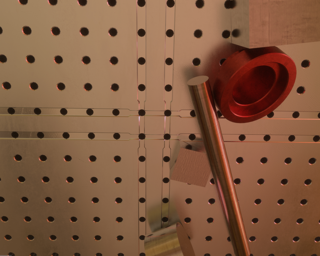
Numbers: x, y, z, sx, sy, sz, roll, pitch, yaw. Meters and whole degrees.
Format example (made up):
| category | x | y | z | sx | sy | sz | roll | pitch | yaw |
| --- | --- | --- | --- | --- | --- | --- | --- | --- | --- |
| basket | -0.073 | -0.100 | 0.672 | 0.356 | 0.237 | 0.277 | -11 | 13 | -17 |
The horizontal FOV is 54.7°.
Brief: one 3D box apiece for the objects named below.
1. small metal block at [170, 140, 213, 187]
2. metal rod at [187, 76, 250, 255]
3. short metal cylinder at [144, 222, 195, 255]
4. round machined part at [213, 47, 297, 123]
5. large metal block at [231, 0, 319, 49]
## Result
| category | x | y | z | sx | sy | sz | roll | pitch | yaw |
| --- | --- | --- | --- | --- | --- | --- | --- | --- | --- |
| small metal block | 0.045 | 0.050 | 0.433 | 0.050 | 0.025 | 0.050 | 14 | 109 | -6 |
| metal rod | 0.086 | 0.071 | 0.419 | 0.025 | 0.025 | 0.298 | -16 | 118 | 5 |
| short metal cylinder | 0.017 | 0.186 | 0.453 | 0.050 | 0.080 | 0.080 | -24 | 109 | 8 |
| round machined part | 0.107 | -0.056 | 0.371 | 0.099 | 0.042 | 0.097 | -13 | 135 | -13 |
| large metal block | 0.128 | -0.120 | 0.341 | 0.080 | 0.080 | 0.050 | -6 | 109 | 2 |
